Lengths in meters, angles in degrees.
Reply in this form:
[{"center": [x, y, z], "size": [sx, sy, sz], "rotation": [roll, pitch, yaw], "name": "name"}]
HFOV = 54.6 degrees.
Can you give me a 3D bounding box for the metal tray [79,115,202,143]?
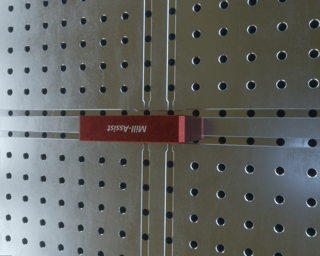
[{"center": [-0.021, 0.000, 0.386], "size": [0.130, 0.090, 0.030], "rotation": [0, 91, 20], "name": "metal tray"}]
